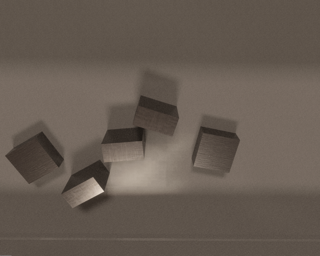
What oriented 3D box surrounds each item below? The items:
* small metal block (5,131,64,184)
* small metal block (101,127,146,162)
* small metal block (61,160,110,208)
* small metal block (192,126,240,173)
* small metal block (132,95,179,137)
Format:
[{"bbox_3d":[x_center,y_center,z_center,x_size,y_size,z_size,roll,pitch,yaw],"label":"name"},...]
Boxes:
[{"bbox_3d":[-0.170,0.041,0.424,0.050,0.025,0.050,-29,108,9],"label":"small metal block"},{"bbox_3d":[-0.046,0.021,0.405,0.050,0.050,0.025,-5,110,1],"label":"small metal block"},{"bbox_3d":[-0.100,0.075,0.424,0.050,0.050,0.025,-29,108,10],"label":"small metal block"},{"bbox_3d":[0.075,0.029,0.423,0.050,0.025,0.050,11,110,-5],"label":"small metal block"},{"bbox_3d":[-0.005,-0.016,0.392,0.050,0.050,0.025,17,109,-7],"label":"small metal block"}]
